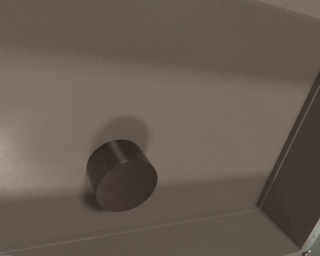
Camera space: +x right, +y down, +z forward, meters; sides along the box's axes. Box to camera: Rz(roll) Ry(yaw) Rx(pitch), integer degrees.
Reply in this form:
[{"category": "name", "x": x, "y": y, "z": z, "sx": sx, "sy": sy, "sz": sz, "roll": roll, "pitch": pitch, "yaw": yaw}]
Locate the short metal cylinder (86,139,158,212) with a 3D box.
[{"category": "short metal cylinder", "x": -0.050, "y": 0.062, "z": 0.405, "sx": 0.081, "sy": 0.050, "sz": 0.079, "roll": -14, "pitch": 125, "yaw": -21}]
